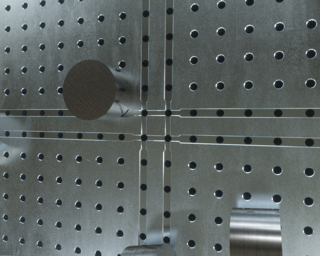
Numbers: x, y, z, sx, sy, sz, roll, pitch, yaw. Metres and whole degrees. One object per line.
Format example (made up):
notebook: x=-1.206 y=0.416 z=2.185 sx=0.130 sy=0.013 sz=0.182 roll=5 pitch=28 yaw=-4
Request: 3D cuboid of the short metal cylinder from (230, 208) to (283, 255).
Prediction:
short metal cylinder: x=0.109 y=0.130 z=0.345 sx=0.050 sy=0.080 sz=0.079 roll=-4 pitch=89 yaw=20

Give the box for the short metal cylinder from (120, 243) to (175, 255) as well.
short metal cylinder: x=-0.013 y=0.188 z=0.387 sx=0.050 sy=0.080 sz=0.080 roll=-12 pitch=86 yaw=19

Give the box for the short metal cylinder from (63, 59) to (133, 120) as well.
short metal cylinder: x=-0.085 y=-0.050 z=0.428 sx=0.080 sy=0.050 sz=0.079 roll=0 pitch=90 yaw=19
